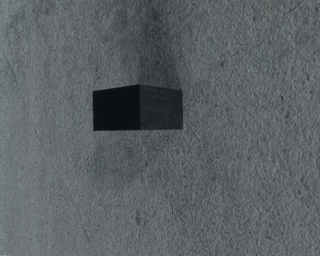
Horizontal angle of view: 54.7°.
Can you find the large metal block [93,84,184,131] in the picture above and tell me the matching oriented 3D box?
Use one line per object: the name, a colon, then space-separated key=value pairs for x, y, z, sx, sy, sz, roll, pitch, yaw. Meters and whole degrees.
large metal block: x=-0.027 y=-0.022 z=0.391 sx=0.080 sy=0.081 sz=0.050 roll=-1 pitch=89 yaw=39
